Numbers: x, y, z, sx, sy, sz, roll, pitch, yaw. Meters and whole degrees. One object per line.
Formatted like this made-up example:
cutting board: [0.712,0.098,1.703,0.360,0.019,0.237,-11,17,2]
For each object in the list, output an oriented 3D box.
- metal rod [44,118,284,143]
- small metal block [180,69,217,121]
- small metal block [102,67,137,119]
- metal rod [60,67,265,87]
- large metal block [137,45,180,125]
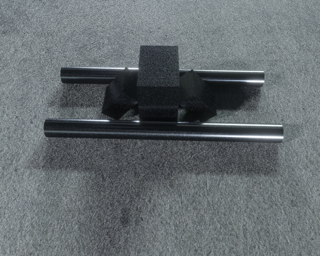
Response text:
metal rod: [0.004,0.003,0.402,0.302,0.025,0.025,1,50,0]
small metal block: [0.051,-0.043,0.424,0.025,0.050,0.050,-30,41,31]
small metal block: [-0.053,-0.046,0.425,0.025,0.050,0.050,28,43,-29]
metal rod: [0.004,-0.078,0.470,0.302,0.025,0.025,1,50,0]
large metal block: [-0.002,-0.054,0.417,0.050,0.080,0.080,1,50,0]
